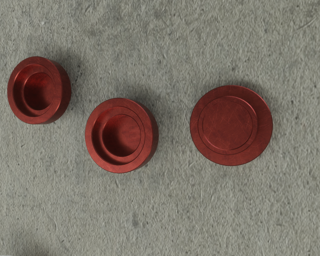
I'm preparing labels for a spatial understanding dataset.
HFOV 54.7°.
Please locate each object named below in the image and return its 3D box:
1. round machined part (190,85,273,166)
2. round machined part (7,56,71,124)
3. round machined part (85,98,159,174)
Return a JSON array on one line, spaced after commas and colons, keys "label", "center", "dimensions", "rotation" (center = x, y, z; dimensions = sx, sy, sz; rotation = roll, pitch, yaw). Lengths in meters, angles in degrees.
[{"label": "round machined part", "center": [0.083, -0.003, 0.370], "dimensions": [0.098, 0.042, 0.097], "rotation": [0, 90, 20]}, {"label": "round machined part", "center": [-0.173, -0.054, 0.461], "dimensions": [0.098, 0.042, 0.097], "rotation": [0, 90, 20]}, {"label": "round machined part", "center": [-0.047, 0.010, 0.417], "dimensions": [0.098, 0.042, 0.097], "rotation": [0, 90, 20]}]
